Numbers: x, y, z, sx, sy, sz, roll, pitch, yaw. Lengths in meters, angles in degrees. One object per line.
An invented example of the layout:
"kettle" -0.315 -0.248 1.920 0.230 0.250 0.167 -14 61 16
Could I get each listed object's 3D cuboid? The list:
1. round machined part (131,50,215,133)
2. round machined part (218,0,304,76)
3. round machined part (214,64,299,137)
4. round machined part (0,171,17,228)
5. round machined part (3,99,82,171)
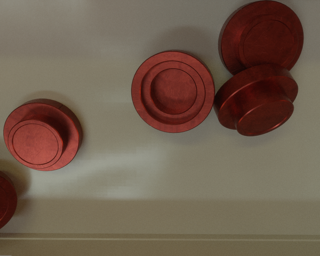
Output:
"round machined part" 0.018 -0.046 0.380 0.098 0.042 0.097 3 109 9
"round machined part" 0.122 -0.099 0.367 0.099 0.042 0.097 0 110 -1
"round machined part" 0.117 -0.026 0.368 0.099 0.042 0.098 -11 146 -7
"round machined part" -0.250 0.096 0.420 0.099 0.042 0.097 -10 111 -28
"round machined part" -0.155 0.014 0.405 0.099 0.042 0.097 0 110 -1
